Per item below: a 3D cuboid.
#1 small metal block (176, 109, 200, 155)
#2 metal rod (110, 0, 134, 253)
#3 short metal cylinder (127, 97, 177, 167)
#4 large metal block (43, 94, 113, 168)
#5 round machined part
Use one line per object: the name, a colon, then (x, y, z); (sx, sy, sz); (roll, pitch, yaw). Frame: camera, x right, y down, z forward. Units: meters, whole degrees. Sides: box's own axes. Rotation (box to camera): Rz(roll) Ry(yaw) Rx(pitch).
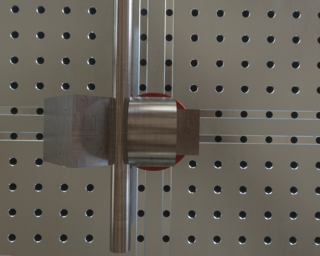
small metal block: (0.030, 0.004, 0.359); (0.025, 0.050, 0.050); (1, 90, 0)
metal rod: (-0.046, -0.004, 0.371); (0.025, 0.025, 0.298); (1, 90, -1)
short metal cylinder: (-0.008, 0.004, 0.356); (0.050, 0.080, 0.079); (1, 90, 0)
large metal block: (-0.102, 0.003, 0.379); (0.050, 0.080, 0.079); (1, 90, -42)
round machined part: (-0.008, 0.004, 0.404); (0.099, 0.042, 0.097); (0, 90, -1)
